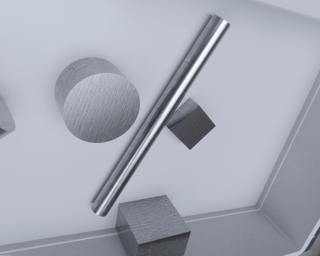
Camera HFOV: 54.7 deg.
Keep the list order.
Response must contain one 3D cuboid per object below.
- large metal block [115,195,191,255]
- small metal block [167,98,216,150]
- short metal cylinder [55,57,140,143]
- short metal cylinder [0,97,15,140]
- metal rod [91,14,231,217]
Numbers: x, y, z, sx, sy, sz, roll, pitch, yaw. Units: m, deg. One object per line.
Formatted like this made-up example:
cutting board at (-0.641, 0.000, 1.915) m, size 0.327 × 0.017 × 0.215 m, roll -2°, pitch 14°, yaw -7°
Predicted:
large metal block at (-0.013, 0.151, 0.461) m, size 0.081 × 0.080 × 0.050 m, roll -4°, pitch 120°, yaw -27°
small metal block at (0.042, -0.005, 0.430) m, size 0.050 × 0.025 × 0.050 m, roll -44°, pitch 130°, yaw 2°
short metal cylinder at (-0.069, -0.031, 0.337) m, size 0.081 × 0.050 × 0.079 m, roll -14°, pitch 125°, yaw -21°
short metal cylinder at (-0.174, -0.016, 0.268) m, size 0.050 × 0.080 × 0.080 m, roll -34°, pitch 129°, yaw -6°
metal rod at (-0.006, -0.007, 0.402) m, size 0.025 × 0.025 × 0.299 m, roll 24°, pitch 106°, yaw -37°
